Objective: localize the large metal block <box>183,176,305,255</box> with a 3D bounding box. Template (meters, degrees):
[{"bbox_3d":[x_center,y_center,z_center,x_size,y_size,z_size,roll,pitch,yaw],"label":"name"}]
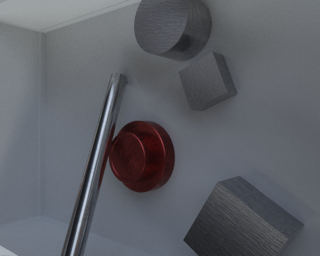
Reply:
[{"bbox_3d":[0.084,0.109,0.320,0.080,0.050,0.079,38,113,33],"label":"large metal block"}]

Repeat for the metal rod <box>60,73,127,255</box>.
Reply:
[{"bbox_3d":[-0.084,0.059,0.393,0.025,0.025,0.299,-12,57,39],"label":"metal rod"}]

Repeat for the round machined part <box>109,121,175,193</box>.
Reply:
[{"bbox_3d":[-0.032,0.039,0.420,0.098,0.042,0.097,0,90,39],"label":"round machined part"}]

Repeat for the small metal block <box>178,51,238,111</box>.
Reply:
[{"bbox_3d":[0.055,-0.053,0.360,0.050,0.025,0.050,-26,74,36],"label":"small metal block"}]

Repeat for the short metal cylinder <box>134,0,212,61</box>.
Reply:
[{"bbox_3d":[0.015,-0.125,0.376,0.080,0.050,0.079,0,90,39],"label":"short metal cylinder"}]
